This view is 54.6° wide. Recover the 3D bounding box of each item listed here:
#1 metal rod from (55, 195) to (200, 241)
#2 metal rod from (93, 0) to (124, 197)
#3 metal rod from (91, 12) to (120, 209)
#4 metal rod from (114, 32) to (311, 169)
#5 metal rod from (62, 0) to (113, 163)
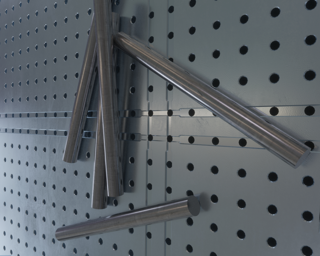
[{"bbox_3d":[-0.068,0.142,0.466,0.299,0.025,0.025,-24,75,37],"label":"metal rod"},{"bbox_3d":[-0.075,-0.049,0.453,0.025,0.025,0.298,1,96,40],"label":"metal rod"},{"bbox_3d":[-0.084,-0.024,0.480,0.025,0.025,0.298,7,95,40],"label":"metal rod"},{"bbox_3d":[0.039,-0.051,0.377,0.300,0.025,0.025,39,114,33],"label":"metal rod"},{"bbox_3d":[-0.118,-0.084,0.508,0.025,0.025,0.298,25,106,37],"label":"metal rod"}]
